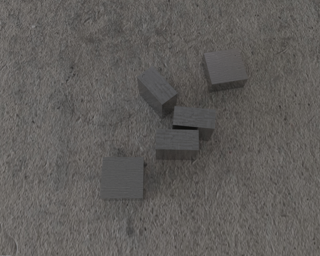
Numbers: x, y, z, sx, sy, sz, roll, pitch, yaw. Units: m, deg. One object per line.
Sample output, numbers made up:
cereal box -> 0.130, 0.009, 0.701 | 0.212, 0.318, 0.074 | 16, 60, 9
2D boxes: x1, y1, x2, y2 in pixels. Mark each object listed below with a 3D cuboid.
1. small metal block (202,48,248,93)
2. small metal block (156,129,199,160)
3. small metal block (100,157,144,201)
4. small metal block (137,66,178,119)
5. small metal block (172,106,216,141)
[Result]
small metal block -> 0.091, -0.082, 0.438 | 0.050, 0.025, 0.050 | -9, 70, -4
small metal block -> 0.020, 0.022, 0.387 | 0.050, 0.050, 0.025 | 1, 70, 0
small metal block -> -0.045, 0.063, 0.384 | 0.050, 0.025, 0.050 | 0, 70, 0
small metal block -> -0.003, -0.046, 0.411 | 0.025, 0.050, 0.050 | -38, 75, -12
small metal block -> 0.042, -0.005, 0.397 | 0.050, 0.050, 0.025 | 5, 70, 2
